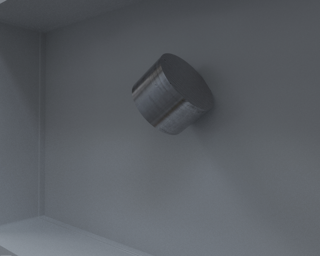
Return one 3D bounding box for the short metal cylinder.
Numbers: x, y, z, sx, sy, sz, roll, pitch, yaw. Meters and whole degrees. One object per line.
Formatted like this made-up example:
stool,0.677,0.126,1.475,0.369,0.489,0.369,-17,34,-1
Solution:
short metal cylinder,0.015,-0.039,0.357,0.050,0.081,0.080,-41,65,32
